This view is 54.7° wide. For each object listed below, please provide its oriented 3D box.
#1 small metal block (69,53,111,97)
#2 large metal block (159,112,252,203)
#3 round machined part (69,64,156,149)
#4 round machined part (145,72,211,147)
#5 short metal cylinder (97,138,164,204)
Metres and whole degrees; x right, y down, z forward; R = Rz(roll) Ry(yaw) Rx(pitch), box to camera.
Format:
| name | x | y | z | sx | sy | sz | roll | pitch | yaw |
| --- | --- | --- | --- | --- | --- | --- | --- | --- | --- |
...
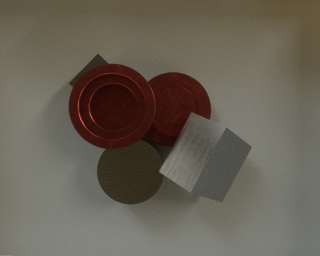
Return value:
| name | x | y | z | sx | sy | sz | roll | pitch | yaw |
| --- | --- | --- | --- | --- | --- | --- | --- | --- | --- |
| small metal block | -0.083 | -0.063 | 0.396 | 0.025 | 0.050 | 0.050 | 44 | 90 | -1 |
| large metal block | 0.058 | 0.038 | 0.376 | 0.050 | 0.080 | 0.080 | 28 | 89 | 40 |
| round machined part | -0.054 | -0.025 | 0.371 | 0.099 | 0.042 | 0.097 | 0 | 90 | -1 |
| round machined part | 0.017 | -0.024 | 0.400 | 0.099 | 0.042 | 0.097 | 0 | 90 | -1 |
| short metal cylinder | -0.035 | 0.052 | 0.397 | 0.081 | 0.050 | 0.079 | 0 | 90 | -1 |
